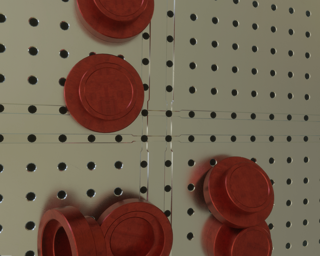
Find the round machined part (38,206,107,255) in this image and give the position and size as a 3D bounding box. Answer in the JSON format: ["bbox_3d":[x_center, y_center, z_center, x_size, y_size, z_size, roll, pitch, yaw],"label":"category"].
[{"bbox_3d":[-0.095,0.135,0.344,0.042,0.098,0.097,1,90,-44],"label":"round machined part"}]

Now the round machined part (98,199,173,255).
[{"bbox_3d":[-0.037,0.137,0.390,0.099,0.042,0.097,0,90,-21],"label":"round machined part"}]

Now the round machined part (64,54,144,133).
[{"bbox_3d":[-0.066,-0.043,0.379,0.099,0.042,0.097,0,90,-20],"label":"round machined part"}]

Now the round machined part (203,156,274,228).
[{"bbox_3d":[0.113,0.085,0.426,0.099,0.042,0.098,6,64,-12],"label":"round machined part"}]

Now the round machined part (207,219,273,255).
[{"bbox_3d":[0.121,0.169,0.448,0.099,0.042,0.097,0,90,-20],"label":"round machined part"}]

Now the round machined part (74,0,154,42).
[{"bbox_3d":[-0.053,-0.160,0.383,0.099,0.042,0.097,0,90,-20],"label":"round machined part"}]
